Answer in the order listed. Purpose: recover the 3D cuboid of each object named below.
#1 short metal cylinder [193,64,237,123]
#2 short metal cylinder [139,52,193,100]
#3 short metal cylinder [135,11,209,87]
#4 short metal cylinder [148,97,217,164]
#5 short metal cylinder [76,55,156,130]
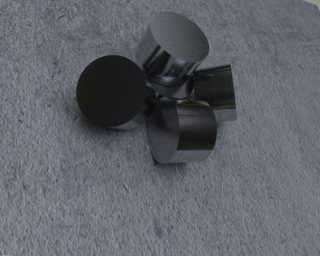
[{"bbox_3d":[0.078,-0.047,0.435,0.050,0.080,0.080,-7,58,12],"label":"short metal cylinder"},{"bbox_3d":[0.000,-0.060,0.428,0.081,0.050,0.080,14,56,-21],"label":"short metal cylinder"},{"bbox_3d":[0.015,-0.100,0.395,0.081,0.050,0.080,14,56,-21],"label":"short metal cylinder"},{"bbox_3d":[0.025,0.003,0.382,0.050,0.080,0.080,2,61,-28],"label":"short metal cylinder"},{"bbox_3d":[-0.049,-0.039,0.362,0.080,0.050,0.080,-1,85,10],"label":"short metal cylinder"}]
